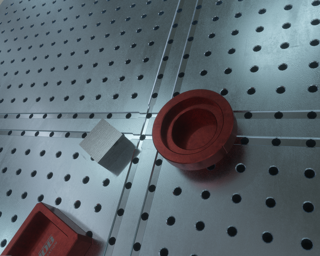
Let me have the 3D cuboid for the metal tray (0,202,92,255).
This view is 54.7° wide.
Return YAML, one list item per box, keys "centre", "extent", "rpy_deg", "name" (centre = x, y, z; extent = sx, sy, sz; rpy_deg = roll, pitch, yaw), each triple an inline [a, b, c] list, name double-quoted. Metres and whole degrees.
- centre: [-0.154, 0.169, 0.379]
  extent: [0.090, 0.030, 0.130]
  rpy_deg: [23, 74, 36]
  name: "metal tray"

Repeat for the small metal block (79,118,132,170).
- centre: [-0.077, 0.022, 0.434]
  extent: [0.050, 0.025, 0.050]
  rpy_deg: [35, 81, 38]
  name: "small metal block"

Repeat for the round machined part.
- centre: [0.044, 0.005, 0.370]
  extent: [0.098, 0.042, 0.098]
  rpy_deg: [-13, 56, 20]
  name: "round machined part"
